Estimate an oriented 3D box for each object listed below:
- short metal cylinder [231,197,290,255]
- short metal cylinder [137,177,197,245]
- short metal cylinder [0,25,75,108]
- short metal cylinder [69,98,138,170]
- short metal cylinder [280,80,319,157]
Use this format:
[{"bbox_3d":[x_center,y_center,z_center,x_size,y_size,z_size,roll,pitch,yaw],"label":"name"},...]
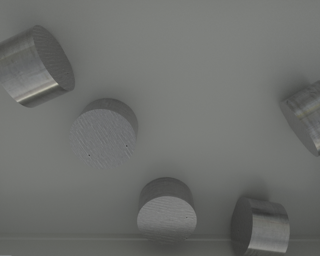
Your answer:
[{"bbox_3d":[0.138,0.142,0.436,0.050,0.080,0.079,11,110,-4],"label":"short metal cylinder"},{"bbox_3d":[0.009,0.118,0.442,0.081,0.050,0.079,0,110,-1],"label":"short metal cylinder"},{"bbox_3d":[-0.142,-0.069,0.354,0.050,0.080,0.080,-23,109,8],"label":"short metal cylinder"},{"bbox_3d":[-0.070,0.006,0.399,0.081,0.050,0.079,0,110,-1],"label":"short metal cylinder"},{"bbox_3d":[0.193,-0.011,0.381,0.050,0.080,0.080,-32,107,11],"label":"short metal cylinder"}]
